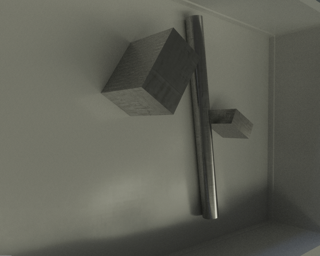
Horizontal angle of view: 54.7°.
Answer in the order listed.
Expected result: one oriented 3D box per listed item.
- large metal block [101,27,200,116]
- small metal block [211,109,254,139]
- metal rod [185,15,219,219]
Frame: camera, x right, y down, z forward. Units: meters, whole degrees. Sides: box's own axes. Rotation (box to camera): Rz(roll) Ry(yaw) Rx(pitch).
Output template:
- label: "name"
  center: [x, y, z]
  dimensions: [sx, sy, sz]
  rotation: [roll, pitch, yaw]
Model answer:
- label: "large metal block"
  center: [-0.011, -0.061, 0.363]
  dimensions: [0.050, 0.080, 0.080]
  rotation: [39, 66, -34]
- label: "small metal block"
  center: [0.108, -0.006, 0.484]
  dimensions: [0.050, 0.050, 0.025]
  rotation: [34, 69, -35]
- label: "metal rod"
  center: [0.063, -0.013, 0.462]
  dimensions: [0.025, 0.025, 0.298]
  rotation: [-9, 96, -40]
